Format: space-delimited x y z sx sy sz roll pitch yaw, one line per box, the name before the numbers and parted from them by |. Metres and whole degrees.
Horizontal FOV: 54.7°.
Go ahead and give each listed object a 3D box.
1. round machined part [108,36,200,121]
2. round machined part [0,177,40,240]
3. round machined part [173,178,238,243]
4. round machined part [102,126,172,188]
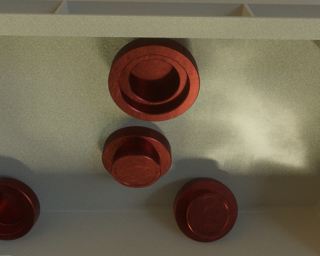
round machined part | -0.006 -0.058 0.348 0.099 0.042 0.097 0 130 0
round machined part | -0.236 0.121 0.483 0.099 0.042 0.097 0 106 1
round machined part | 0.071 0.128 0.474 0.099 0.042 0.097 0 91 -4
round machined part | -0.033 0.048 0.438 0.099 0.042 0.097 0 130 0
